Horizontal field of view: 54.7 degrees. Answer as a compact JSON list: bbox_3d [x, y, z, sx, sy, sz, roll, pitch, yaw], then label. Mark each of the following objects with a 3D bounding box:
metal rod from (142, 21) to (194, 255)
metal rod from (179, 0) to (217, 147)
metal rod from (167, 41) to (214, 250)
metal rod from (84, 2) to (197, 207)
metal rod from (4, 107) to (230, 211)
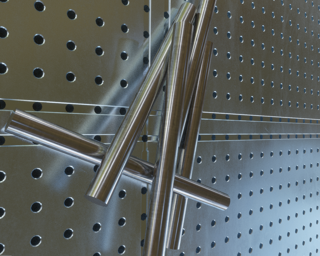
[{"bbox_3d":[0.009,0.021,0.361,0.025,0.025,0.298,14,80,-40],"label":"metal rod"},{"bbox_3d":[0.053,-0.120,0.445,0.025,0.025,0.299,21,79,-38],"label":"metal rod"},{"bbox_3d":[0.042,0.018,0.446,0.025,0.025,0.299,18,79,-39],"label":"metal rod"},{"bbox_3d":[-0.011,-0.050,0.373,0.025,0.025,0.300,43,55,-32],"label":"metal rod"},{"bbox_3d":[-0.025,0.049,0.369,0.302,0.025,0.025,26,73,-31],"label":"metal rod"}]
